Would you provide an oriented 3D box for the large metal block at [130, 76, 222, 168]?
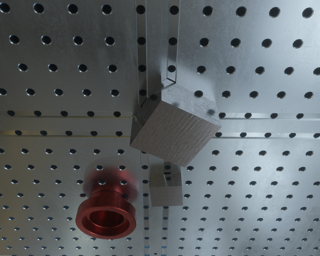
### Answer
[{"bbox_3d":[0.017,-0.005,0.391,0.080,0.050,0.080,23,126,-19],"label":"large metal block"}]

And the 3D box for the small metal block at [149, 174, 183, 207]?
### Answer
[{"bbox_3d":[0.010,0.100,0.497,0.050,0.025,0.050,-3,130,2],"label":"small metal block"}]

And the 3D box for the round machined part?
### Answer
[{"bbox_3d":[-0.088,0.143,0.522,0.099,0.042,0.097,0,130,0],"label":"round machined part"}]
